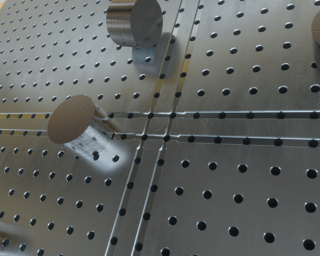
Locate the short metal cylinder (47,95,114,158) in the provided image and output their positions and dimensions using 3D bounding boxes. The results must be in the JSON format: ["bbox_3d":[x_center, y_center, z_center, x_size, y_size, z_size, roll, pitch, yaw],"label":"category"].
[{"bbox_3d":[-0.115,-0.002,0.454,0.080,0.050,0.080,-13,56,21],"label":"short metal cylinder"}]

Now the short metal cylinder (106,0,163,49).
[{"bbox_3d":[-0.039,-0.170,0.498,0.050,0.080,0.080,15,70,34],"label":"short metal cylinder"}]

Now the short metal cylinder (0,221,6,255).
[{"bbox_3d":[-0.267,0.162,0.433,0.080,0.050,0.080,-13,56,21],"label":"short metal cylinder"}]

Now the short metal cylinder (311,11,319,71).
[{"bbox_3d":[0.212,-0.099,0.341,0.080,0.050,0.080,-13,56,21],"label":"short metal cylinder"}]
